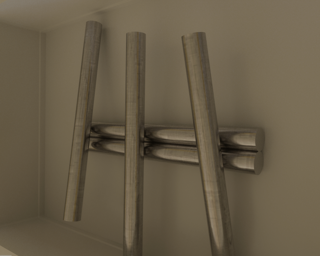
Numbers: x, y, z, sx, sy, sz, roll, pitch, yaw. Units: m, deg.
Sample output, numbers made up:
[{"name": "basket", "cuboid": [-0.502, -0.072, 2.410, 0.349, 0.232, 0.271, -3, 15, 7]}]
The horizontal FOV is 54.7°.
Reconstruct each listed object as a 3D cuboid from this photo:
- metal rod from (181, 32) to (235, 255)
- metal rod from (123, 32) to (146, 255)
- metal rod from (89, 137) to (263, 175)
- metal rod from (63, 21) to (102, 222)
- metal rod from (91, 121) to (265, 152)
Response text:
[{"name": "metal rod", "cuboid": [0.056, 0.052, 0.328, 0.025, 0.025, 0.298, -5, 95, 39]}, {"name": "metal rod", "cuboid": [-0.033, 0.029, 0.398, 0.025, 0.025, 0.298, 2, 91, 39]}, {"name": "metal rod", "cuboid": [-0.014, 0.031, 0.415, 0.300, 0.025, 0.025, 3, 92, 39]}, {"name": "metal rod", "cuboid": [-0.115, -0.015, 0.466, 0.025, 0.025, 0.298, -1, 81, 39]}, {"name": "metal rod", "cuboid": [-0.013, 0.006, 0.414, 0.300, 0.025, 0.025, 3, 92, 39]}]
